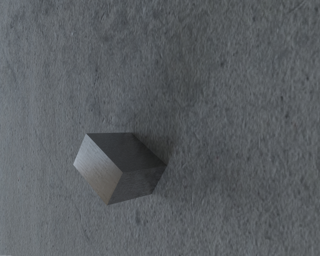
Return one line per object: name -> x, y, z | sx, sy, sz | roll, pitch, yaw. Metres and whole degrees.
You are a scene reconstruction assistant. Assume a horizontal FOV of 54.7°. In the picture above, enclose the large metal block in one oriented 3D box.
large metal block -> -0.053, 0.049, 0.410 | 0.080, 0.081, 0.050 | 40, 114, 32
